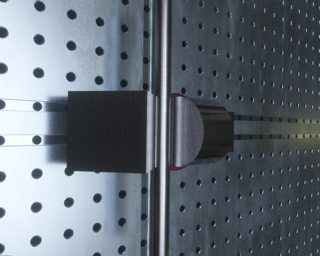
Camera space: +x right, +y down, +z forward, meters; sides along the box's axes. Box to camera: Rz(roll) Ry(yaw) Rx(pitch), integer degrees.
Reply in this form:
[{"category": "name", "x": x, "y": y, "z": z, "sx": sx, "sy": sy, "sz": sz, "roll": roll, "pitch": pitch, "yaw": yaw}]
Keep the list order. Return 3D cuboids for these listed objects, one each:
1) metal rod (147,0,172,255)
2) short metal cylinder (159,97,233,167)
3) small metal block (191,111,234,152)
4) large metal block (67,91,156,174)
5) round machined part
[{"category": "metal rod", "x": 0.000, "y": -0.003, "z": 0.357, "sx": 0.025, "sy": 0.025, "sz": 0.298, "roll": 1, "pitch": 89, "yaw": -40}, {"category": "short metal cylinder", "x": 0.039, "y": 0.004, "z": 0.369, "sx": 0.050, "sy": 0.080, "sz": 0.079, "roll": 1, "pitch": 90, "yaw": -40}, {"category": "small metal block", "x": 0.066, "y": 0.004, "z": 0.396, "sx": 0.025, "sy": 0.050, "sz": 0.050, "roll": 2, "pitch": 89, "yaw": -40}, {"category": "large metal block", "x": -0.049, "y": 0.004, "z": 0.327, "sx": 0.050, "sy": 0.080, "sz": 0.079, "roll": 4, "pitch": 87, "yaw": -81}, {"category": "round machined part", "x": 0.008, "y": 0.004, "z": 0.405, "sx": 0.099, "sy": 0.042, "sz": 0.097, "roll": 0, "pitch": 90, "yaw": -40}]
